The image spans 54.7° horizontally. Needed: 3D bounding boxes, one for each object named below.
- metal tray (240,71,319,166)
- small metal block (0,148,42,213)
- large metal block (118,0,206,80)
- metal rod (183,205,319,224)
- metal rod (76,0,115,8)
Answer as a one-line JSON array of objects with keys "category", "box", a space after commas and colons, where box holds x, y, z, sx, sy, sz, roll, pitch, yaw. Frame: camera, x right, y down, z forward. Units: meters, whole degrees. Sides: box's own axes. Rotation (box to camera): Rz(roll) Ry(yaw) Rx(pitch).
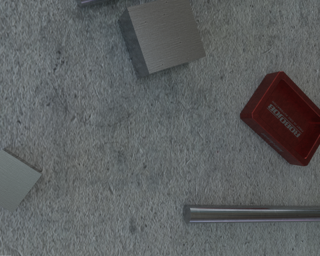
[{"category": "metal tray", "box": [0.197, -0.013, 0.481, 0.130, 0.030, 0.090, 39, 77, -16]}, {"category": "small metal block", "box": [-0.170, 0.057, 0.347, 0.050, 0.025, 0.050, 38, 78, -17]}, {"category": "large metal block", "box": [0.002, -0.115, 0.397, 0.081, 0.050, 0.080, -21, 97, -19]}, {"category": "metal rod", "box": [0.178, 0.132, 0.476, 0.302, 0.025, 0.025, 6, 88, -20]}, {"category": "metal rod", "box": [0.033, -0.210, 0.422, 0.302, 0.025, 0.025, -22, 98, -19]}]
